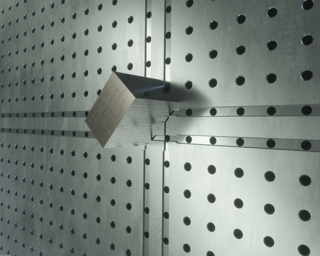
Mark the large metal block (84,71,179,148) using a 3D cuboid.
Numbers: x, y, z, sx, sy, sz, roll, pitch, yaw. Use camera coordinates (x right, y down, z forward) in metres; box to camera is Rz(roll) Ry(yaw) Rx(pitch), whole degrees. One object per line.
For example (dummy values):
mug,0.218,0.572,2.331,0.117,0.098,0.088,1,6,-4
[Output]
large metal block,-0.037,-0.021,0.402,0.050,0.081,0.080,50,119,28
